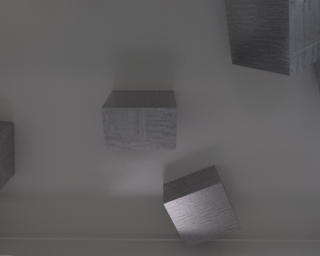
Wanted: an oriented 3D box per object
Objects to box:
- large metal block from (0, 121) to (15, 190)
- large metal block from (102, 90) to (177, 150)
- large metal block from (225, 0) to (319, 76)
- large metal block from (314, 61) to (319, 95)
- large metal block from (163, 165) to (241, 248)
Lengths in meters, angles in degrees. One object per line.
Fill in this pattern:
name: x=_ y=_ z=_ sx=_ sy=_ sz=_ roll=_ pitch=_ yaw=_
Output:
large metal block: x=-0.244 y=0.033 z=0.408 sx=0.081 sy=0.050 sz=0.079 roll=7 pitch=110 yaw=-3
large metal block: x=-0.022 y=-0.012 z=0.377 sx=0.081 sy=0.080 sz=0.050 roll=0 pitch=110 yaw=0
large metal block: x=0.120 y=-0.108 z=0.329 sx=0.050 sy=0.080 sz=0.080 roll=-27 pitch=121 yaw=-23
large metal block: x=0.232 y=-0.068 z=0.356 sx=0.080 sy=0.050 sz=0.080 roll=-7 pitch=80 yaw=3
large metal block: x=0.058 y=0.110 z=0.439 sx=0.080 sy=0.050 sz=0.080 roll=-23 pitch=109 yaw=8
